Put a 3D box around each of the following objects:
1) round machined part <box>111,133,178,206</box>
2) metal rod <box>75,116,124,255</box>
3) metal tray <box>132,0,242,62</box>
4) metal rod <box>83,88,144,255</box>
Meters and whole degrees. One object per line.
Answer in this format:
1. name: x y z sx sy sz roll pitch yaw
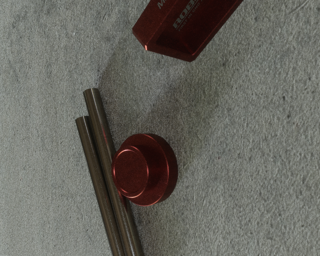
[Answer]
1. round machined part: -0.027 0.056 0.417 0.098 0.042 0.097 0 90 40
2. metal rod: -0.079 0.121 0.470 0.025 0.025 0.299 -31 71 36
3. metal tray: 0.041 -0.135 0.328 0.129 0.091 0.030 -49 61 28
4. metal rod: -0.067 0.080 0.460 0.025 0.025 0.299 -28 72 36
